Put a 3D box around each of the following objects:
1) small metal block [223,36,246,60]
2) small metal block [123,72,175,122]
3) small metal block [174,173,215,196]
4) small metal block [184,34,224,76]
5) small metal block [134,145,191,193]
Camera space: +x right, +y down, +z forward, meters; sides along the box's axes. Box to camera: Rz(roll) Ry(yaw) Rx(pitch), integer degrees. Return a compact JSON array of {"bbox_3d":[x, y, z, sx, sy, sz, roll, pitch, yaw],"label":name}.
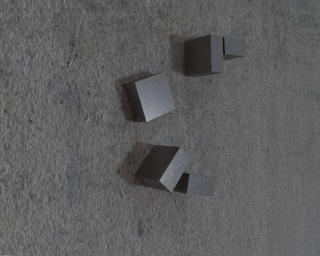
[{"bbox_3d":[0.093,-0.118,0.466,0.050,0.050,0.025,-7,95,-40],"label":"small metal block"},{"bbox_3d":[-0.013,-0.039,0.393,0.050,0.025,0.050,-26,107,-37],"label":"small metal block"},{"bbox_3d":[0.038,0.074,0.420,0.050,0.050,0.025,15,81,-39],"label":"small metal block"},{"bbox_3d":[0.062,-0.101,0.439,0.025,0.050,0.050,-4,93,-40],"label":"small metal block"},{"bbox_3d":[0.003,0.050,0.391,0.025,0.050,0.050,49,61,-29],"label":"small metal block"}]
